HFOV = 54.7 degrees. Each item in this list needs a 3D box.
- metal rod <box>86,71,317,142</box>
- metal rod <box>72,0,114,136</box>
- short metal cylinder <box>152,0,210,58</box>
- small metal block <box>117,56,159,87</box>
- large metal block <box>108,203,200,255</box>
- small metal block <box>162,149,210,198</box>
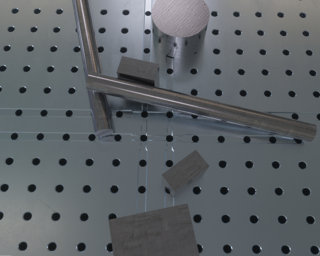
[{"bbox_3d":[0.054,-0.028,0.408,0.302,0.025,0.025,13,71,-1],"label":"metal rod"},{"bbox_3d":[-0.107,-0.131,0.458,0.025,0.025,0.299,-12,70,-5],"label":"metal rod"},{"bbox_3d":[0.029,-0.151,0.454,0.081,0.050,0.080,0,70,0],"label":"short metal cylinder"},{"bbox_3d":[-0.028,-0.069,0.424,0.050,0.050,0.025,13,71,4],"label":"small metal block"},{"bbox_3d":[-0.007,0.120,0.339,0.081,0.080,0.050,-11,71,-4],"label":"large metal block"},{"bbox_3d":[0.029,0.057,0.378,0.050,0.050,0.025,-35,74,-12],"label":"small metal block"}]
